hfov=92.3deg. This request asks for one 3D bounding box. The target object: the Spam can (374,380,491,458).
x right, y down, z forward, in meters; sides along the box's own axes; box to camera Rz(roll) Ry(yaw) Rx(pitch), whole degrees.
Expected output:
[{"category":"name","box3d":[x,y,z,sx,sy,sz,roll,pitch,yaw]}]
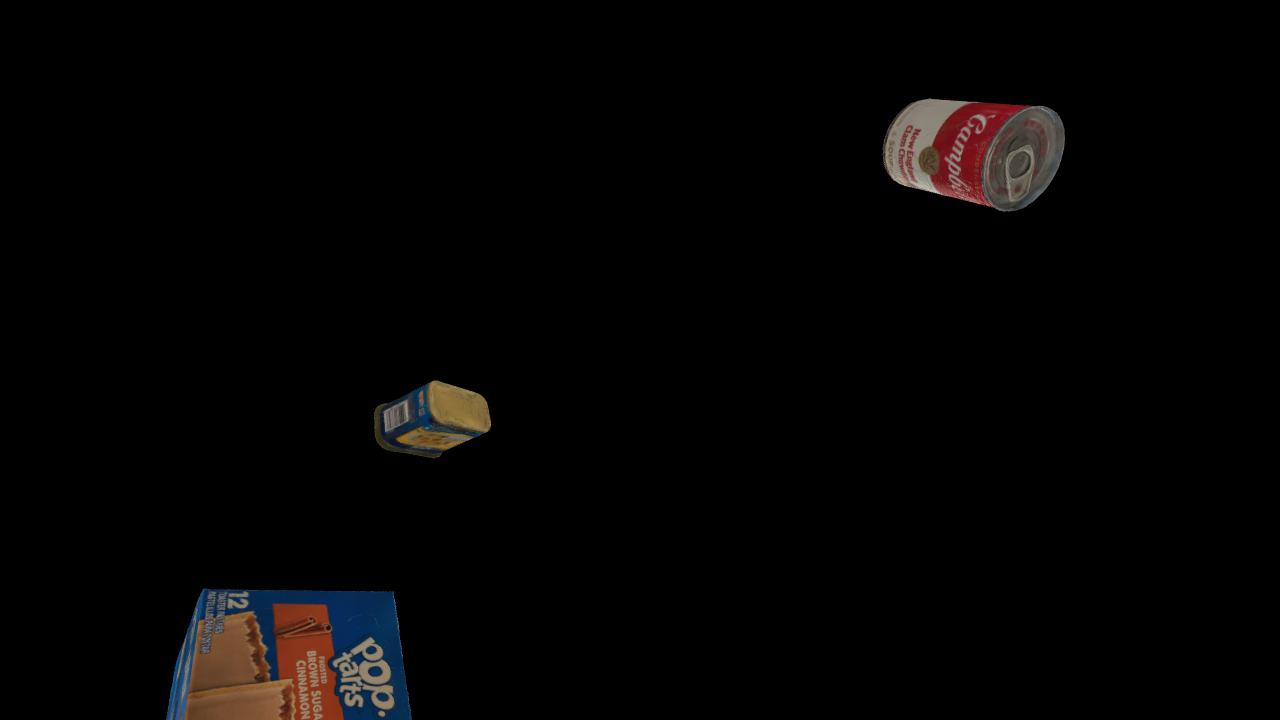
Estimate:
[{"category":"Spam can","box3d":[-0.239,0.070,0.717,0.085,0.058,0.101,-24,-25,22]}]

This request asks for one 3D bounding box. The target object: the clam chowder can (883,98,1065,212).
[{"category":"clam chowder can","box3d":[0.237,-0.153,0.449,0.068,0.068,0.102,0,25,-21]}]

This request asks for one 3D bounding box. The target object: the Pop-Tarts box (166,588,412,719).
[{"category":"Pop-Tarts box","box3d":[-0.247,0.255,0.436,0.141,0.083,0.167,18,21,-36]}]
